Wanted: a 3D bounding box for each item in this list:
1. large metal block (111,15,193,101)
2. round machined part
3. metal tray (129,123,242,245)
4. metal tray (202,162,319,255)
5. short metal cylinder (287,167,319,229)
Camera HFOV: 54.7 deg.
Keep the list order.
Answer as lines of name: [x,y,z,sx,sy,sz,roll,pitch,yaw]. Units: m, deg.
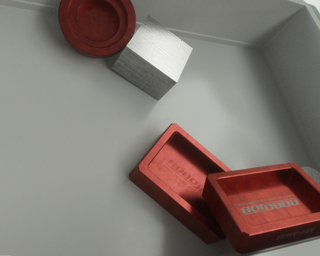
large metal block: [-0.009,-0.100,0.443,0.080,0.050,0.080,34,51,-12]
round machined part: [-0.084,-0.143,0.419,0.099,0.042,0.097,-1,94,-14]
metal tray: [0.039,0.066,0.384,0.130,0.030,0.090,40,51,-1]
metal tray: [0.126,0.085,0.354,0.131,0.030,0.090,-5,34,-19]
short metal cylinder: [0.202,0.101,0.439,0.081,0.050,0.080,14,56,-21]
